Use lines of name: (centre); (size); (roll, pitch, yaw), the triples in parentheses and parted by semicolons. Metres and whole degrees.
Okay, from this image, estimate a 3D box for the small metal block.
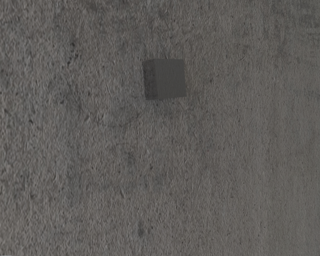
small metal block: (0.006, -0.064, 0.409); (0.050, 0.025, 0.050); (-9, 96, -40)
